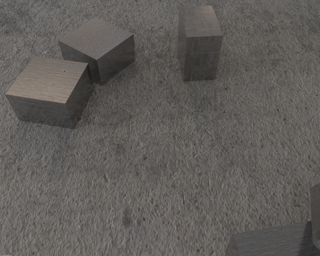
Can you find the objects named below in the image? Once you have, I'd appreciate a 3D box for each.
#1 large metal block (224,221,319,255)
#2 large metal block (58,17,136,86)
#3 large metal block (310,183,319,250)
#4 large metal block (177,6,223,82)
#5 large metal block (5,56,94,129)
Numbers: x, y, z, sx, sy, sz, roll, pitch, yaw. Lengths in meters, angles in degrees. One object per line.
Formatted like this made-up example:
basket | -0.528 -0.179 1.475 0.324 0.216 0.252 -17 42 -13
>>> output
large metal block | 0.111 0.135 0.274 0.081 0.050 0.080 -7 50 -6
large metal block | -0.097 -0.122 0.489 0.080 0.050 0.080 30 56 22
large metal block | 0.183 0.092 0.273 0.080 0.050 0.080 45 33 -1
large metal block | 0.058 -0.130 0.477 0.050 0.080 0.080 -4 50 -3
large metal block | -0.147 -0.050 0.428 0.080 0.050 0.080 9 51 7
